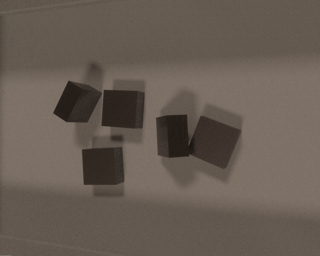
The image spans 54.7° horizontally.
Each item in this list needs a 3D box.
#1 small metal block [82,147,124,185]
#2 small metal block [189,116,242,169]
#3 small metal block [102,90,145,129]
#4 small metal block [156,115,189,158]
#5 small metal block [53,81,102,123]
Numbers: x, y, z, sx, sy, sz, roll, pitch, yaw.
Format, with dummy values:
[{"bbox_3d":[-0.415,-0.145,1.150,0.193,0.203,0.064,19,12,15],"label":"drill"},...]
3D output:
[{"bbox_3d":[-0.080,0.053,0.438,0.050,0.025,0.050,-4,89,19],"label":"small metal block"},{"bbox_3d":[0.068,0.017,0.386,0.050,0.025,0.050,23,97,18],"label":"small metal block"},{"bbox_3d":[-0.051,-0.026,0.427,0.050,0.025,0.050,4,91,19],"label":"small metal block"},{"bbox_3d":[0.015,0.010,0.389,0.025,0.050,0.050,-3,89,-16],"label":"small metal block"},{"bbox_3d":[-0.115,-0.036,0.436,0.025,0.050,0.050,31,100,17],"label":"small metal block"}]
